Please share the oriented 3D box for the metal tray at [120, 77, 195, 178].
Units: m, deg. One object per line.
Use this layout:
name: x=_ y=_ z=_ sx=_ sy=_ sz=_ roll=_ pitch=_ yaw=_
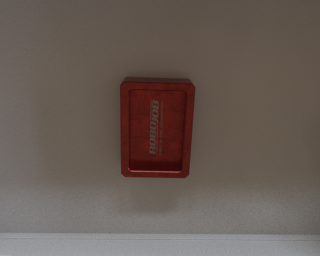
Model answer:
metal tray: x=-0.005 y=0.001 z=0.406 sx=0.091 sy=0.030 sz=0.129 roll=1 pitch=110 yaw=-2
